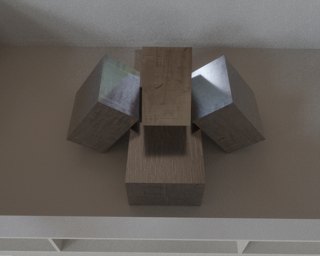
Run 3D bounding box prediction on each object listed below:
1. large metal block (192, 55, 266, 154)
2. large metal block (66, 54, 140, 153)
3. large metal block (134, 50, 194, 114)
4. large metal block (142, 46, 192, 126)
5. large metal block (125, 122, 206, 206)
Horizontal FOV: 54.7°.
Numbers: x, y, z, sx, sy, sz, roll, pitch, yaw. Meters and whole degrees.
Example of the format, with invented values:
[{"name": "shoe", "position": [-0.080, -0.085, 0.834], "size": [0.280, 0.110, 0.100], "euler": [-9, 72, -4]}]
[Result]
[{"name": "large metal block", "position": [0.082, -0.028, 0.382], "size": [0.050, 0.080, 0.080], "euler": [-26, 43, 29]}, {"name": "large metal block", "position": [-0.068, -0.028, 0.381], "size": [0.050, 0.080, 0.080], "euler": [24, 44, -28]}, {"name": "large metal block", "position": [0.005, -0.067, 0.440], "size": [0.081, 0.050, 0.080], "euler": [-1, 50, -1]}, {"name": "large metal block", "position": [0.006, -0.047, 0.355], "size": [0.050, 0.079, 0.080], "euler": [0, 6, -1]}, {"name": "large metal block", "position": [0.006, 0.040, 0.353], "size": [0.080, 0.050, 0.080], "euler": [1, 50, 0]}]
